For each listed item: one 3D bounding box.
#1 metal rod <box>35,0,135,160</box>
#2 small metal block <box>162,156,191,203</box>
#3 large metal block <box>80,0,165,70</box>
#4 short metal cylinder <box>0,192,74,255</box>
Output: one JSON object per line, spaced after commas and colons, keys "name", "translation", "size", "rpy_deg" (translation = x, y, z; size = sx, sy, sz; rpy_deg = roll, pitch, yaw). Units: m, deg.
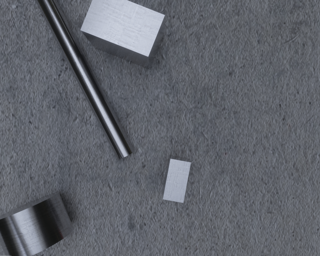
{"name": "metal rod", "translation": [-0.113, -0.096, 0.408], "size": [0.025, 0.025, 0.299], "rpy_deg": [-27, 90, 0]}
{"name": "small metal block", "translation": [0.020, 0.064, 0.398], "size": [0.025, 0.050, 0.050], "rpy_deg": [11, 90, 0]}
{"name": "large metal block", "translation": [-0.041, -0.117, 0.382], "size": [0.080, 0.080, 0.050], "rpy_deg": [21, 90, -1]}
{"name": "short metal cylinder", "translation": [-0.154, 0.119, 0.381], "size": [0.080, 0.080, 0.050], "rpy_deg": [-22, 90, 0]}
